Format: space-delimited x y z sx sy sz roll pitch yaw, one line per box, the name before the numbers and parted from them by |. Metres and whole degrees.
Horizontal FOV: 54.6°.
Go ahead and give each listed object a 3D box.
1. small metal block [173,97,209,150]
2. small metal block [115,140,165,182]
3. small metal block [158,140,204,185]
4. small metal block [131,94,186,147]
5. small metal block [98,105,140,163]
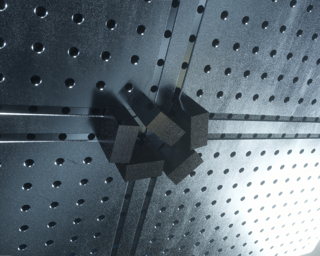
small metal block | 0.040 -0.007 0.411 0.025 0.050 0.050 -15 124 -20
small metal block | -0.029 0.041 0.404 0.050 0.050 0.025 -5 121 -26
small metal block | 0.024 0.043 0.433 0.050 0.050 0.025 -41 128 -1
small metal block | -0.002 -0.010 0.387 0.025 0.050 0.050 -47 130 6
small metal block | -0.051 0.007 0.371 0.025 0.050 0.050 4 117 -30
